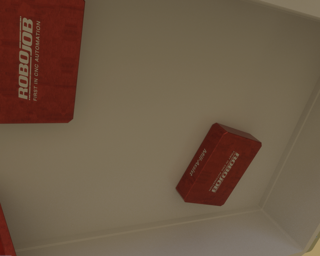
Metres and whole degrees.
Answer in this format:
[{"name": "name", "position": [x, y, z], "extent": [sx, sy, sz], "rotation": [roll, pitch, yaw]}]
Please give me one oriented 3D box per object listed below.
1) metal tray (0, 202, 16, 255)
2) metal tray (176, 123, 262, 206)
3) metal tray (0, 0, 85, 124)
[{"name": "metal tray", "position": [-0.198, 0.141, 0.312], "extent": [0.091, 0.129, 0.030], "rotation": [-13, 167, -45]}, {"name": "metal tray", "position": [0.094, 0.062, 0.495], "extent": [0.091, 0.030, 0.129], "rotation": [16, 110, -35]}, {"name": "metal tray", "position": [-0.126, -0.068, 0.295], "extent": [0.091, 0.030, 0.129], "rotation": [-1, 119, -28]}]
